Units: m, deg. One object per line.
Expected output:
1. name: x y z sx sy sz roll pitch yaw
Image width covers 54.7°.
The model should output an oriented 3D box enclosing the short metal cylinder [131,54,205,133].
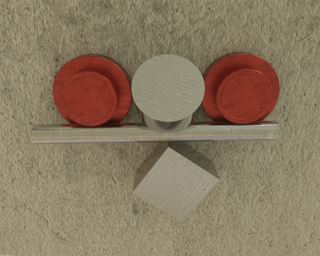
1. short metal cylinder: 0.009 -0.038 0.364 0.080 0.050 0.080 0 75 0

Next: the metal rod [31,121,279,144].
1. metal rod: -0.006 0.006 0.390 0.302 0.025 0.025 -1 110 0

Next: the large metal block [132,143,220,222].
1. large metal block: 0.020 0.066 0.420 0.080 0.050 0.080 34 107 -12

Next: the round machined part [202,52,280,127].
1. round machined part: 0.101 -0.043 0.387 0.099 0.042 0.097 0 110 0

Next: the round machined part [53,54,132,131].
1. round machined part: -0.084 -0.040 0.385 0.099 0.042 0.097 0 110 0
